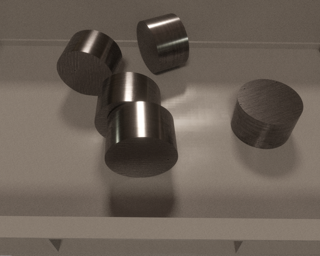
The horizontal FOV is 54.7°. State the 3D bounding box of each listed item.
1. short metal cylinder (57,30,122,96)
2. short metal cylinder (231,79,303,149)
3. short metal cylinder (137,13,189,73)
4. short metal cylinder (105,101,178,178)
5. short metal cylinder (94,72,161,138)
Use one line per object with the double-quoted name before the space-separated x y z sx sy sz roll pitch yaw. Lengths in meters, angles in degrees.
"short metal cylinder" -0.100 -0.093 0.446 0.080 0.080 0.050 7 51 5
"short metal cylinder" 0.138 -0.019 0.407 0.081 0.050 0.080 0 50 0
"short metal cylinder" 0.003 -0.131 0.479 0.050 0.080 0.080 -21 53 -17
"short metal cylinder" -0.022 0.015 0.356 0.081 0.080 0.050 -3 51 -3
"short metal cylinder" -0.039 -0.023 0.388 0.081 0.080 0.050 -1 50 -2
